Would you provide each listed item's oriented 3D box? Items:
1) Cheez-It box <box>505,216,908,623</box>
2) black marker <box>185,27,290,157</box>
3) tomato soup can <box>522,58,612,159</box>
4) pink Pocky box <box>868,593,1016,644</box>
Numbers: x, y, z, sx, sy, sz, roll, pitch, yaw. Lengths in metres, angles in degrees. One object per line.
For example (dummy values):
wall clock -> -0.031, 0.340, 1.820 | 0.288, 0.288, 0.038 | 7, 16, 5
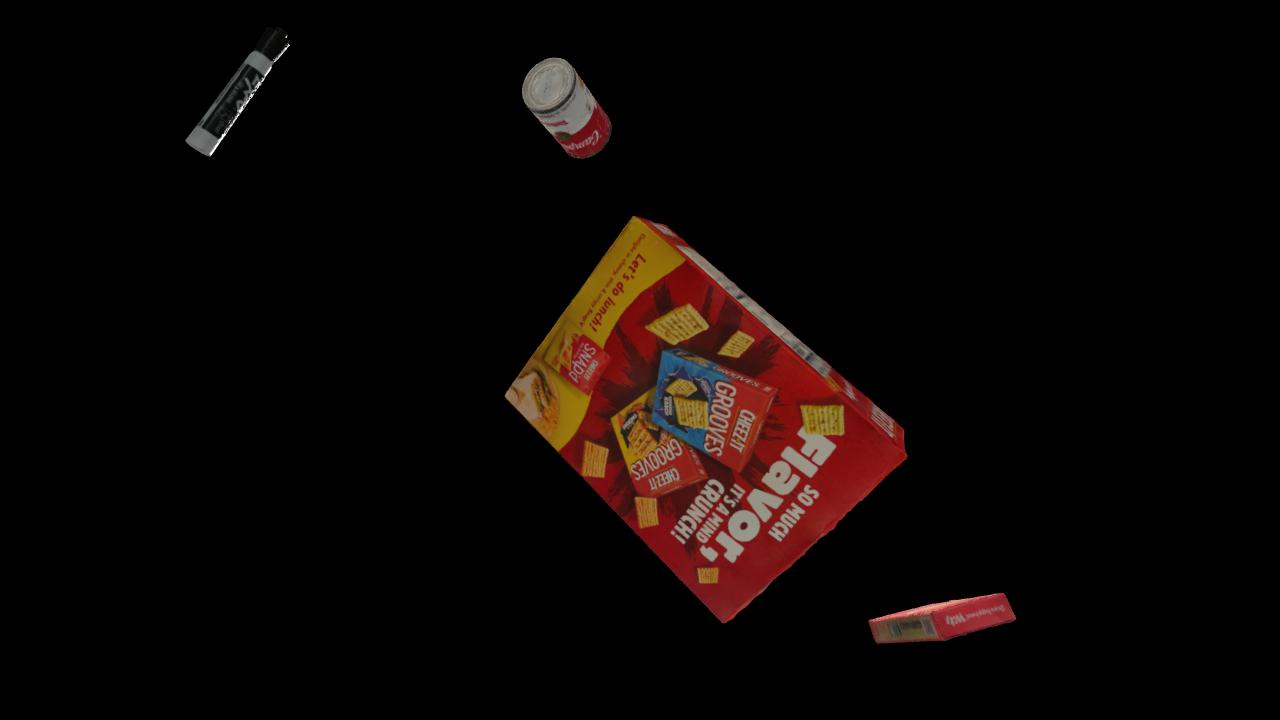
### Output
Cheez-It box -> 0.037, 0.036, 0.420 | 0.223, 0.166, 0.071 | 43, 20, 12
black marker -> -0.323, -0.219, 0.497 | 0.020, 0.121, 0.020 | 26, -10, 5
tomato soup can -> -0.083, -0.290, 0.713 | 0.068, 0.068, 0.101 | 0, -12, 21
pink Pocky box -> 0.320, 0.282, 0.667 | 0.084, 0.029, 0.155 | -10, -24, -9
